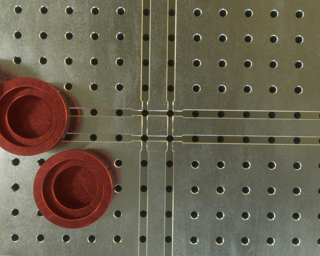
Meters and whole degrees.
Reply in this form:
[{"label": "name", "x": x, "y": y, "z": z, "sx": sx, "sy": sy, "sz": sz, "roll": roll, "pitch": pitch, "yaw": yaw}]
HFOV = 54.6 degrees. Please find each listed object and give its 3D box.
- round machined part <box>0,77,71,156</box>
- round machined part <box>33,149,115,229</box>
[{"label": "round machined part", "x": -0.165, "y": -0.014, "z": 0.402, "sx": 0.099, "sy": 0.042, "sz": 0.097, "roll": 0, "pitch": 91, "yaw": -3}, {"label": "round machined part", "x": -0.108, "y": 0.076, "z": 0.404, "sx": 0.099, "sy": 0.042, "sz": 0.097, "roll": 0, "pitch": 90, "yaw": 0}]
